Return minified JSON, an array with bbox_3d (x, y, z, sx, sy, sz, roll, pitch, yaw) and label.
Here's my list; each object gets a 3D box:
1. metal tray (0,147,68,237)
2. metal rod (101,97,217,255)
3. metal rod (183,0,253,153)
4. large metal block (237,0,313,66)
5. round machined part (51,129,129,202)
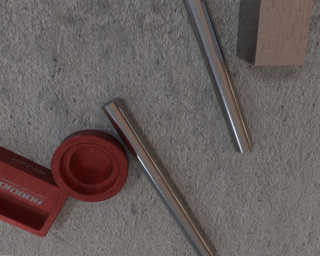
[{"bbox_3d":[-0.202,0.089,0.436,0.131,0.030,0.090,28,107,-11],"label":"metal tray"},{"bbox_3d":[0.008,0.090,0.442,0.025,0.025,0.299,-28,108,9],"label":"metal rod"},{"bbox_3d":[0.058,-0.103,0.372,0.025,0.025,0.299,-21,109,7],"label":"metal rod"},{"bbox_3d":[0.121,-0.115,0.340,0.050,0.080,0.079,-1,110,0],"label":"large metal block"},{"bbox_3d":[-0.091,0.047,0.417,0.099,0.042,0.097,0,110,-1],"label":"round machined part"}]
